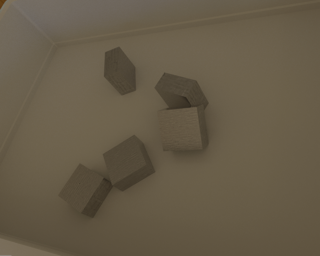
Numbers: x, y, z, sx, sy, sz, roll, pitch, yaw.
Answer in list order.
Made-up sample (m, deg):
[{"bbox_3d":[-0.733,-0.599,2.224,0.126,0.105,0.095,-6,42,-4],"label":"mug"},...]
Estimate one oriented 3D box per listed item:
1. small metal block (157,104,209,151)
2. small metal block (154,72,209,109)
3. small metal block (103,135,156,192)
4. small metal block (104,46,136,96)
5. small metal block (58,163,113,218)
[{"bbox_3d":[0.028,0.000,0.374,0.050,0.025,0.050,-5,100,26],"label":"small metal block"},{"bbox_3d":[0.029,-0.042,0.400,0.050,0.050,0.025,21,73,36],"label":"small metal block"},{"bbox_3d":[-0.041,0.045,0.400,0.050,0.025,0.050,-32,52,7],"label":"small metal block"},{"bbox_3d":[-0.060,-0.087,0.475,0.025,0.050,0.050,-17,55,19],"label":"small metal block"},{"bbox_3d":[-0.097,0.081,0.407,0.050,0.025,0.050,22,73,36],"label":"small metal block"}]
